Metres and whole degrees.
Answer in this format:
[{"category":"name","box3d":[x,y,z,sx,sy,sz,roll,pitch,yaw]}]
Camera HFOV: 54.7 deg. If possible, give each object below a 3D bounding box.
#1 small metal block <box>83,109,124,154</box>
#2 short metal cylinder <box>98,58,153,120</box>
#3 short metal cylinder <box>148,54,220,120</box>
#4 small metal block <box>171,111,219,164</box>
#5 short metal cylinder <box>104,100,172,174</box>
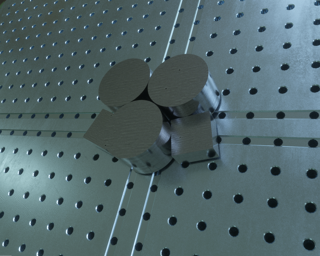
[{"category":"small metal block","box3d":[-0.072,0.006,0.438,0.050,0.025,0.050,23,74,36]},{"category":"short metal cylinder","box3d":[-0.039,-0.051,0.439,0.080,0.050,0.080,-13,56,21]},{"category":"short metal cylinder","box3d":[0.031,-0.048,0.401,0.080,0.050,0.080,-13,56,21]},{"category":"small metal block","box3d":[0.042,0.012,0.375,0.050,0.025,0.050,-13,56,21]},{"category":"short metal cylinder","box3d":[-0.023,0.012,0.393,0.080,0.050,0.080,-13,56,21]}]
